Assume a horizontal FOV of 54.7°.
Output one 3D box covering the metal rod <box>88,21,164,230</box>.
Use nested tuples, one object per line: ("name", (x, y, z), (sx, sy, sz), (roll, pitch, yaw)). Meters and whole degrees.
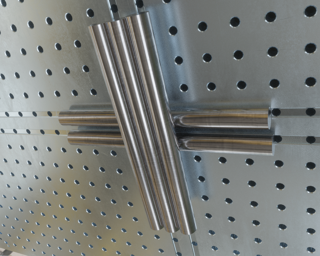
("metal rod", (-0.035, 0.015, 0.406), (0.025, 0.025, 0.298), (0, 119, 27))

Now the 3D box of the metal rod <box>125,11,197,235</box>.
("metal rod", (0.009, 0.014, 0.382), (0.025, 0.025, 0.298), (0, 119, 27))

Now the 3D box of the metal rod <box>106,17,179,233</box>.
("metal rod", (-0.013, 0.015, 0.394), (0.025, 0.025, 0.298), (0, 119, 27))

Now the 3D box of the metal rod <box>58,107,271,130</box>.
("metal rod", (-0.013, -0.013, 0.409), (0.301, 0.025, 0.025), (1, 119, 27))

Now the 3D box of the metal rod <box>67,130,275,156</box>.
("metal rod", (-0.004, 0.017, 0.423), (0.301, 0.025, 0.025), (1, 119, 27))
